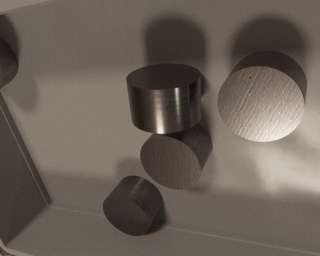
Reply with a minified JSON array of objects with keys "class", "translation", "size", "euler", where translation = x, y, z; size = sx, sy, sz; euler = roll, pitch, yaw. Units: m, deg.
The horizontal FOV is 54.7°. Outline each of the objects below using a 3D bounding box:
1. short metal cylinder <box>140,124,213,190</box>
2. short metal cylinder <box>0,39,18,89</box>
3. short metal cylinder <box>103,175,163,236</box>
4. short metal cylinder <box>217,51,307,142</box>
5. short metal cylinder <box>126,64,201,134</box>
[{"class":"short metal cylinder","translation":[0.022,0.032,0.400],"size":[0.080,0.050,0.079],"euler":[13,124,20]},{"class":"short metal cylinder","translation":[-0.259,-0.091,0.451],"size":[0.081,0.050,0.079],"euler":[0,115,0]},{"class":"short metal cylinder","translation":[-0.042,0.122,0.489],"size":[0.080,0.050,0.079],"euler":[13,124,20]},{"class":"short metal cylinder","translation":[0.105,-0.033,0.317],"size":[0.080,0.050,0.079],"euler":[13,124,20]},{"class":"short metal cylinder","translation":[0.005,-0.035,0.347],"size":[0.080,0.080,0.050],"euler":[9,122,23]}]
